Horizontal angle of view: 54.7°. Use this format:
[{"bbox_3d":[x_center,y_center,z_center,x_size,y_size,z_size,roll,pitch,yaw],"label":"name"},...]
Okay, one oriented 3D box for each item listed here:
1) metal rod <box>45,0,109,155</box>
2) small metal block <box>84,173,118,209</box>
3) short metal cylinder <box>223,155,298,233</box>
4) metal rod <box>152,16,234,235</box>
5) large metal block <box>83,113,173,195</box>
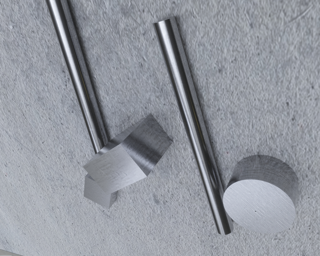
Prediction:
[{"bbox_3d":[-0.107,-0.059,0.424,0.025,0.025,0.298,3,120,26],"label":"metal rod"},{"bbox_3d":[-0.098,0.101,0.519,0.050,0.025,0.050,23,127,13],"label":"small metal block"},{"bbox_3d":[0.122,0.079,0.375,0.080,0.050,0.079,13,124,20],"label":"short metal cylinder"},{"bbox_3d":[0.049,0.014,0.388,0.025,0.025,0.298,-5,116,30],"label":"metal rod"},{"bbox_3d":[-0.041,0.035,0.413,0.080,0.080,0.050,-31,102,37],"label":"large metal block"}]
